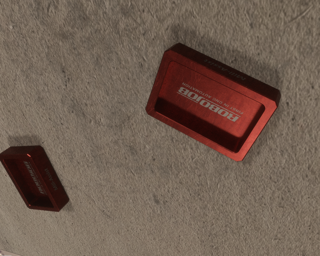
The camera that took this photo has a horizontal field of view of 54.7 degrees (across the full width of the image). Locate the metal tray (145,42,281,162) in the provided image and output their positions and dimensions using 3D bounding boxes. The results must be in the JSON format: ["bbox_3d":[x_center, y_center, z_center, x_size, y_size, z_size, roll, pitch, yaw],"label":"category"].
[{"bbox_3d":[0.056,-0.029,0.355,0.130,0.030,0.089,28,128,9],"label":"metal tray"}]

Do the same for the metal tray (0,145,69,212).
[{"bbox_3d":[-0.237,0.096,0.584,0.090,0.030,0.129,-4,117,29],"label":"metal tray"}]
